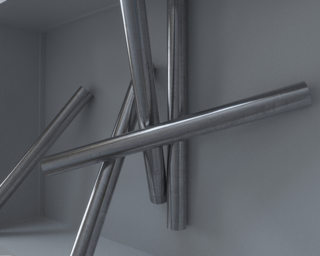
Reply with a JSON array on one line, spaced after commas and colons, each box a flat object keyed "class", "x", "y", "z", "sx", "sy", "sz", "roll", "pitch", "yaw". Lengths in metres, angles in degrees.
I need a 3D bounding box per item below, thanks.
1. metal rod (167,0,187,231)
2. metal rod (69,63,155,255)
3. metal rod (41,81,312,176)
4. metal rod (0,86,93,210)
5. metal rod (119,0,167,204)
[{"class": "metal rod", "x": 0.021, "y": -0.025, "z": 0.387, "sx": 0.025, "sy": 0.025, "sz": 0.298, "roll": 0, "pitch": 90, "yaw": 39}, {"class": "metal rod", "x": -0.059, "y": 0.049, "z": 0.375, "sx": 0.025, "sy": 0.025, "sz": 0.299, "roll": 0, "pitch": 66, "yaw": 39}, {"class": "metal rod", "x": 0.001, "y": 0.007, "z": 0.336, "sx": 0.301, "sy": 0.025, "sz": 0.025, "roll": -16, "pitch": 79, "yaw": 17}, {"class": "metal rod", "x": -0.213, "y": 0.055, "z": 0.503, "sx": 0.025, "sy": 0.025, "sz": 0.300, "roll": 39, "pitch": 89, "yaw": 33}, {"class": "metal rod", "x": -0.017, "y": -0.042, "z": 0.345, "sx": 0.025, "sy": 0.025, "sz": 0.298, "roll": 15, "pitch": 123, "yaw": 39}]
